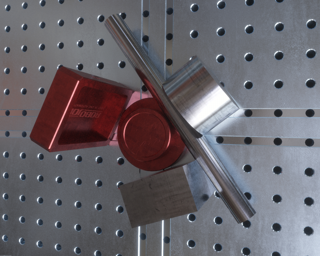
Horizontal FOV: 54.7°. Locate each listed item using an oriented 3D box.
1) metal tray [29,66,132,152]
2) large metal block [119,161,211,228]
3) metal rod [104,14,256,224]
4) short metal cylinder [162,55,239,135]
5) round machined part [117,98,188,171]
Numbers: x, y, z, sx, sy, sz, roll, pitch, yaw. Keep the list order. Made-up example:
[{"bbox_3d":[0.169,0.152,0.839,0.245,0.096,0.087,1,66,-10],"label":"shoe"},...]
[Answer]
[{"bbox_3d":[-0.091,-0.020,0.388,0.030,0.130,0.090,29,99,17],"label":"metal tray"},{"bbox_3d":[0.010,0.077,0.379,0.080,0.080,0.050,-20,84,18],"label":"large metal block"},{"bbox_3d":[0.019,-0.020,0.383,0.025,0.025,0.299,-37,79,16],"label":"metal rod"},{"bbox_3d":[0.048,-0.039,0.365,0.050,0.080,0.080,-39,78,16],"label":"short metal cylinder"},{"bbox_3d":[-0.013,0.009,0.407,0.098,0.042,0.097,0,90,19],"label":"round machined part"}]
